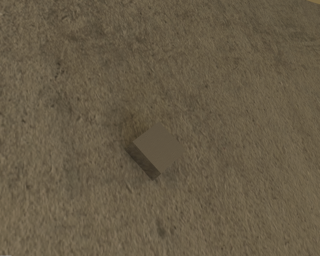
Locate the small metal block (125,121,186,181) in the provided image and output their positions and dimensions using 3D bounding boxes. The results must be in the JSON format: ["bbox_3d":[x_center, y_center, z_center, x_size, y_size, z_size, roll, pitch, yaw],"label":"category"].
[{"bbox_3d":[-0.005,0.028,0.384,0.050,0.025,0.050,48,51,5],"label":"small metal block"}]
